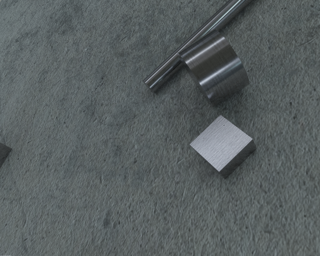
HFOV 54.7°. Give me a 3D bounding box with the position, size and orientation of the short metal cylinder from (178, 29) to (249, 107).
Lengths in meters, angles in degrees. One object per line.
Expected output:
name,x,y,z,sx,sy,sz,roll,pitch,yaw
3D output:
short metal cylinder,0.064,-0.072,0.378,0.050,0.080,0.080,-33,52,7

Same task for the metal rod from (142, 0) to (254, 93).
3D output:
metal rod,0.092,-0.162,0.454,0.300,0.025,0.025,-43,51,-3

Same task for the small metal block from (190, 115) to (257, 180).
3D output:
small metal block,0.072,0.021,0.353,0.050,0.025,0.050,-44,51,-3

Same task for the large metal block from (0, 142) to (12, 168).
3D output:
large metal block,-0.311,0.051,0.516,0.080,0.050,0.080,12,68,32
